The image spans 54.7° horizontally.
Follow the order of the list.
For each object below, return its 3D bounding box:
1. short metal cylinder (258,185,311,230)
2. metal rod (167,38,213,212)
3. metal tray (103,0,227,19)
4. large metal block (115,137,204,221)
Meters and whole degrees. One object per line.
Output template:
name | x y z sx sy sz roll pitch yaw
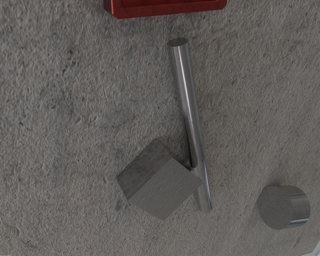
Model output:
short metal cylinder | 0.237 0.151 0.594 0.050 0.080 0.079 4 116 -30
metal rod | 0.049 0.018 0.444 0.025 0.025 0.298 -24 127 -14
metal tray | 0.008 -0.162 0.307 0.131 0.030 0.089 -13 124 -21
large metal block | 0.000 0.073 0.436 0.080 0.050 0.080 -45 129 3
